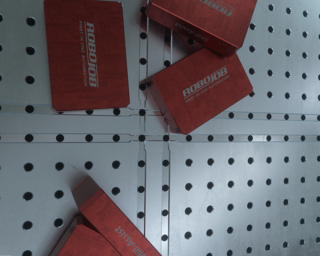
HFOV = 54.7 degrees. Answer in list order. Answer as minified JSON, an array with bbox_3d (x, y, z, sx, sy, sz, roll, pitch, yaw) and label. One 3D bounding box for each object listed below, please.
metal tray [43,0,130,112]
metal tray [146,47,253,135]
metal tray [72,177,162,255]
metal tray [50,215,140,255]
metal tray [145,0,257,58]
[{"bbox_3d":[-0.089,-0.087,0.378,0.091,0.030,0.129,-5,92,-20],"label":"metal tray"},{"bbox_3d":[0.057,-0.060,0.432,0.131,0.030,0.090,-32,101,-18],"label":"metal tray"},{"bbox_3d":[-0.045,0.120,0.362,0.030,0.090,0.130,-42,104,-15],"label":"metal tray"},{"bbox_3d":[-0.095,0.184,0.369,0.090,0.030,0.130,35,83,-16],"label":"metal tray"},{"bbox_3d":[0.057,-0.163,0.412,0.131,0.030,0.090,24,71,-9],"label":"metal tray"}]
